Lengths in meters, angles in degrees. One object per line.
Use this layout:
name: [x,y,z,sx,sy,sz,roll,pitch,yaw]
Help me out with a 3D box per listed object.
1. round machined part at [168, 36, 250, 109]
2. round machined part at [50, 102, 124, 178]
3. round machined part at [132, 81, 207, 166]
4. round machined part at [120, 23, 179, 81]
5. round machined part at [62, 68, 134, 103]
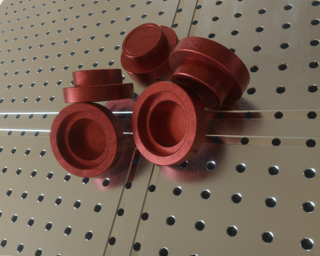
round machined part: [0.052,-0.059,0.369,0.098,0.098,0.042,22,72,35]
round machined part: [-0.093,0.014,0.416,0.098,0.042,0.097,2,97,17]
round machined part: [0.015,-0.005,0.374,0.098,0.042,0.097,1,91,39]
round machined part: [-0.019,-0.124,0.482,0.098,0.042,0.098,-13,56,20]
round machined part: [-0.087,-0.061,0.440,0.098,0.099,0.042,0,99,28]
